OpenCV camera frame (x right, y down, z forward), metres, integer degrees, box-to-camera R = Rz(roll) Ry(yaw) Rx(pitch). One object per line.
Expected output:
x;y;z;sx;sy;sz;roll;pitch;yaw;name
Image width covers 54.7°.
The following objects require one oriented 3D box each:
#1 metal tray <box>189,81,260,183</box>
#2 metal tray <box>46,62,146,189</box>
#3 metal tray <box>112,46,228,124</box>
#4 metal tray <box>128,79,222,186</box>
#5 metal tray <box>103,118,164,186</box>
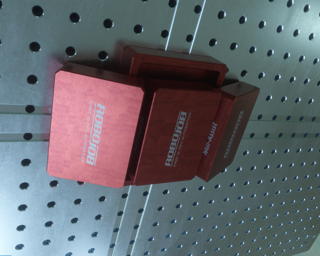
0.091;0.004;0.438;0.091;0.030;0.129;-21;132;-51;metal tray
-0.073;0.001;0.347;0.091;0.030;0.129;12;115;-6;metal tray
0.013;-0.047;0.387;0.131;0.030;0.089;0;119;-29;metal tray
0.015;0.008;0.383;0.091;0.030;0.129;-1;119;-29;metal tray
-0.007;0.032;0.426;0.131;0.030;0.089;0;119;-29;metal tray
